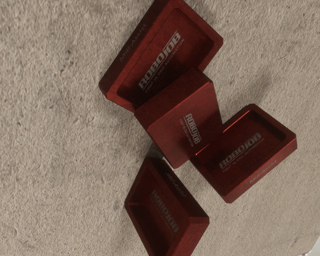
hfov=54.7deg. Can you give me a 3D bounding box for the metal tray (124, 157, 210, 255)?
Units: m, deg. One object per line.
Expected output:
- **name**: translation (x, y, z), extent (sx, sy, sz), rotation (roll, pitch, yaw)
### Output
- **metal tray**: translation (0.002, 0.111, 0.410), extent (0.030, 0.130, 0.089), rotation (12, 112, -34)

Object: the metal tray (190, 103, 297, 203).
- **metal tray**: translation (0.118, 0.034, 0.449), extent (0.130, 0.090, 0.030), rotation (-39, 139, -2)

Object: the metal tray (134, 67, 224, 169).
- **metal tray**: translation (0.031, -0.006, 0.392), extent (0.090, 0.030, 0.130), rotation (-37, 148, -4)

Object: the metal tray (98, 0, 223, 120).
- **metal tray**: translation (0.002, -0.075, 0.359), extent (0.090, 0.030, 0.130), rotation (28, 103, -38)
